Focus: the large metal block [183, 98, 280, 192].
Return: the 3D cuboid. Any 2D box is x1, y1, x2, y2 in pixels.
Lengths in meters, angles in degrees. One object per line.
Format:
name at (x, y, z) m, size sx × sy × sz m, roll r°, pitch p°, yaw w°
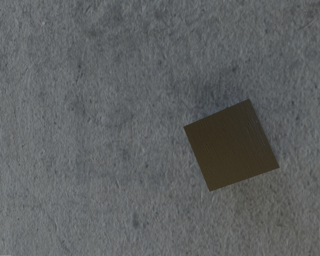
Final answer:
large metal block at (0.085, 0.020, 0.366) m, size 0.080 × 0.050 × 0.080 m, roll -24°, pitch 82°, yaw 18°
